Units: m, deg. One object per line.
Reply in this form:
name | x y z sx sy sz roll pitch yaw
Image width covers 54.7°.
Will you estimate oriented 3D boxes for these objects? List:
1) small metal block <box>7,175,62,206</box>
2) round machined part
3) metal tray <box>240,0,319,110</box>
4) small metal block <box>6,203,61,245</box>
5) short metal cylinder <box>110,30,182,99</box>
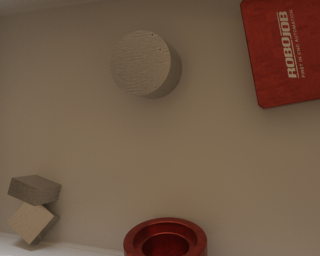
small metal block | -0.185 0.091 0.460 0.050 0.050 0.025 16 92 19
round machined part | 0.007 0.151 0.370 0.098 0.098 0.042 2 104 19
metal tray | 0.149 -0.093 0.355 0.090 0.030 0.129 -10 87 19
small metal block | -0.189 0.138 0.465 0.050 0.025 0.050 35 75 16
short metal cylinder | -0.017 -0.080 0.402 0.080 0.050 0.079 0 90 19
